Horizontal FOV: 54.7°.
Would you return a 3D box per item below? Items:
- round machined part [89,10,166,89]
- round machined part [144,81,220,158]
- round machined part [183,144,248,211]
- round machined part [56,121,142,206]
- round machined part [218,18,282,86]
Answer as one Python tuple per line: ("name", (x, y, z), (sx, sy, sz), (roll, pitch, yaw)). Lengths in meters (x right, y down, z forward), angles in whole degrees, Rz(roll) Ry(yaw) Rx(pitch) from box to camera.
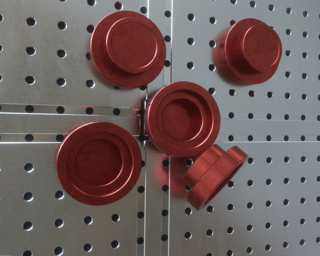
("round machined part", (-0.037, -0.100, 0.390), (0.099, 0.042, 0.097), (0, 90, -21))
("round machined part", (0.026, -0.010, 0.411), (0.099, 0.042, 0.097), (1, 86, -17))
("round machined part", (0.068, 0.059, 0.410), (0.098, 0.098, 0.042), (-42, 70, -15))
("round machined part", (-0.075, 0.041, 0.377), (0.099, 0.042, 0.097), (0, 90, -21))
("round machined part", (0.139, -0.113, 0.456), (0.099, 0.042, 0.097), (0, 90, -21))
